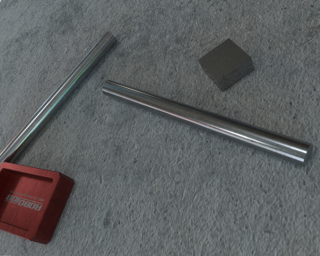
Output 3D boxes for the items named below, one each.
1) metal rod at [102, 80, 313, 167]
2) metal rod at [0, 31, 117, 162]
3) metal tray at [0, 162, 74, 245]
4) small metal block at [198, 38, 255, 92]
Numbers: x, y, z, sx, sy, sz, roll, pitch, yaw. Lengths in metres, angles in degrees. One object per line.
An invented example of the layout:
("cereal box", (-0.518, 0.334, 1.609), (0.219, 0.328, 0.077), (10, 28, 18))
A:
("metal rod", (0.034, -0.018, 0.395), (0.300, 0.025, 0.025), (21, 73, 35))
("metal rod", (-0.176, -0.045, 0.520), (0.025, 0.025, 0.300), (31, 78, 37))
("metal tray", (-0.193, 0.101, 0.437), (0.130, 0.030, 0.090), (4, 64, 29))
("small metal block", (0.087, -0.083, 0.409), (0.050, 0.025, 0.050), (-35, 52, 4))
